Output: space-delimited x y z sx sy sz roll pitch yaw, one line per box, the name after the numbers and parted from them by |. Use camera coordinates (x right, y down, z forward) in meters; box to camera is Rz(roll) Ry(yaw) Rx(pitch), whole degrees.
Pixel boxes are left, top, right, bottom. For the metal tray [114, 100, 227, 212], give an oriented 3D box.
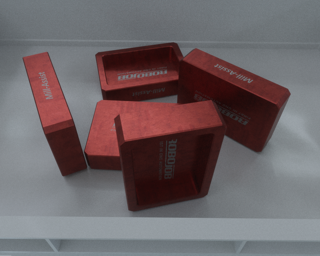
0.008 0.033 0.305 0.091 0.129 0.030 -9 51 -9 | metal tray

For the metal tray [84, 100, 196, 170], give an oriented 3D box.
-0.020 0.009 0.390 0.131 0.030 0.090 3 50 2 | metal tray

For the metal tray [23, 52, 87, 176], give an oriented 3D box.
-0.127 -0.018 0.374 0.030 0.089 0.130 -19 53 -16 | metal tray

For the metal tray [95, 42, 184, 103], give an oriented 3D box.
-0.026 -0.085 0.470 0.131 0.030 0.090 -10 51 -9 | metal tray

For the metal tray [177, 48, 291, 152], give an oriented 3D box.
0.084 -0.034 0.390 0.130 0.089 0.030 31 57 23 | metal tray
